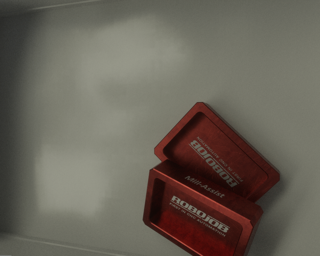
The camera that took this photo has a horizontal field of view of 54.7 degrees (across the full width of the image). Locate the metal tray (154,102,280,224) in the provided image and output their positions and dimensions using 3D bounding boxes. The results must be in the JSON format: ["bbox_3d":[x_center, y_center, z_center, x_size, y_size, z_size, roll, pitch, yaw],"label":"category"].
[{"bbox_3d":[0.068,0.042,0.383,0.130,0.030,0.090,46,104,14],"label":"metal tray"}]

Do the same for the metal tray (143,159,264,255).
[{"bbox_3d":[0.043,0.104,0.363,0.130,0.030,0.089,25,122,28],"label":"metal tray"}]
